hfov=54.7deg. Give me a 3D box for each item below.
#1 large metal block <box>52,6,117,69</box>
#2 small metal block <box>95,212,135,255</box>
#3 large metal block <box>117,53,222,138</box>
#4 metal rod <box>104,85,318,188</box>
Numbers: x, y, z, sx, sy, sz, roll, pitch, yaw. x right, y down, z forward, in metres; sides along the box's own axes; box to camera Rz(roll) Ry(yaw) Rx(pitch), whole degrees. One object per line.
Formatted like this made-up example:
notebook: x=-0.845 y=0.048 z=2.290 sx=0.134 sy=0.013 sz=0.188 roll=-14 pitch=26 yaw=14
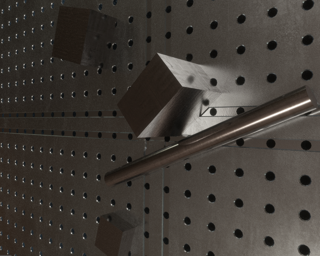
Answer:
large metal block: x=-0.121 y=-0.143 z=0.490 sx=0.080 sy=0.050 sz=0.079 roll=22 pitch=104 yaw=37
small metal block: x=-0.068 y=0.162 z=0.463 sx=0.050 sy=0.025 sz=0.050 roll=21 pitch=103 yaw=37
large metal block: x=0.011 y=-0.034 z=0.362 sx=0.080 sy=0.081 sz=0.050 roll=-48 pitch=62 yaw=29
metal rod: x=0.034 y=0.024 z=0.379 sx=0.299 sy=0.025 sz=0.025 roll=-26 pitch=74 yaw=36
